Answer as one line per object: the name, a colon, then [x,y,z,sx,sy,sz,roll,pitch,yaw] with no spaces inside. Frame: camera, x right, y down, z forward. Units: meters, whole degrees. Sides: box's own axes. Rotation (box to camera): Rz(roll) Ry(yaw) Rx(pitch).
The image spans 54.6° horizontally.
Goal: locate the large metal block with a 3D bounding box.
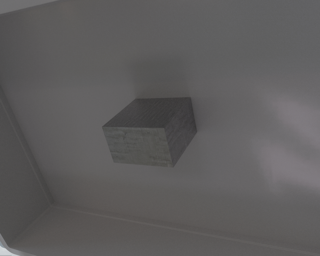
large metal block: [-0.009,0.002,0.380,0.080,0.080,0.050,1,119,28]
